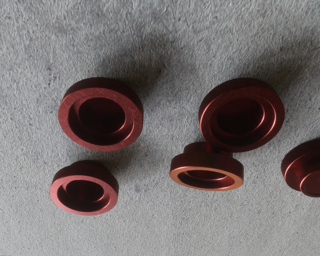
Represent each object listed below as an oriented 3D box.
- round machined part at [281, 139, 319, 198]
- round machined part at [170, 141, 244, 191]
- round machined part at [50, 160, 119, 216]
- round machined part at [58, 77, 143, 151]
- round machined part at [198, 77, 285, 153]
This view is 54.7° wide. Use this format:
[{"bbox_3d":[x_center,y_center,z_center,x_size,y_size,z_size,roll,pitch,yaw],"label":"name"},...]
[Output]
[{"bbox_3d":[0.234,0.065,0.453,0.099,0.042,0.097,0,130,0],"label":"round machined part"},{"bbox_3d":[0.065,0.051,0.425,0.099,0.042,0.098,7,153,4],"label":"round machined part"},{"bbox_3d":[-0.111,0.087,0.469,0.099,0.042,0.097,0,130,0],"label":"round machined part"},{"bbox_3d":[-0.069,-0.021,0.378,0.099,0.042,0.097,0,130,0],"label":"round machined part"},{"bbox_3d":[0.096,-0.019,0.378,0.099,0.042,0.097,-1,128,-1],"label":"round machined part"}]
